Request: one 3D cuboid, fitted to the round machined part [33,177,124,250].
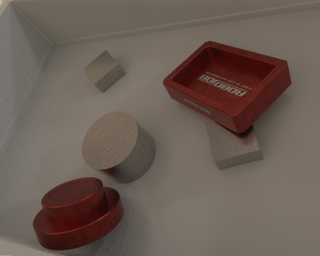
[{"bbox_3d":[-0.095,0.090,0.353,0.099,0.042,0.098,-11,15,3],"label":"round machined part"}]

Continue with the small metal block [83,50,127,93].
[{"bbox_3d":[-0.091,-0.093,0.509,0.050,0.025,0.050,-40,51,0],"label":"small metal block"}]

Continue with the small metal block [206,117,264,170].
[{"bbox_3d":[0.084,0.015,0.352,0.050,0.025,0.050,-17,55,18],"label":"small metal block"}]

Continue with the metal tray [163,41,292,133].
[{"bbox_3d":[0.076,-0.056,0.376,0.090,0.030,0.130,-43,42,-12],"label":"metal tray"}]

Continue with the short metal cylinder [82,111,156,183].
[{"bbox_3d":[-0.052,0.025,0.400,0.080,0.050,0.080,-13,56,20],"label":"short metal cylinder"}]
